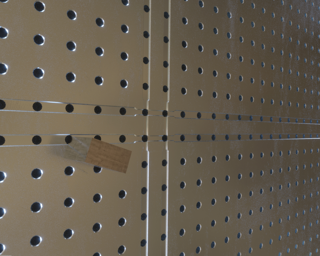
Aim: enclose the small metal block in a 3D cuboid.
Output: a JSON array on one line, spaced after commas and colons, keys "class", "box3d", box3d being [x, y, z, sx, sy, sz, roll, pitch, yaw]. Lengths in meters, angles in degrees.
[{"class": "small metal block", "box3d": [-0.068, 0.029, 0.337, 0.050, 0.050, 0.025, 24, 75, -38]}]
